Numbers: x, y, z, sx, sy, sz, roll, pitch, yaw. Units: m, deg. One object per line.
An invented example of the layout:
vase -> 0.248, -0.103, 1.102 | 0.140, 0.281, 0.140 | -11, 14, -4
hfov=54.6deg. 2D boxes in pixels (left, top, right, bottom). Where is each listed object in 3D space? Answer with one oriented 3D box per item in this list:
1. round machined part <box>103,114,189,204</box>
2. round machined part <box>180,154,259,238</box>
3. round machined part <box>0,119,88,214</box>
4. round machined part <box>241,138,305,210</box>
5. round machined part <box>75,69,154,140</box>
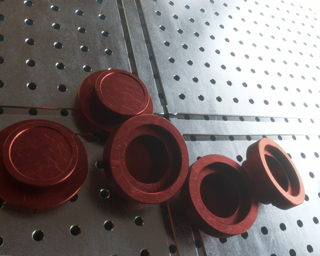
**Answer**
round machined part -> -0.019, 0.036, 0.353 | 0.099, 0.042, 0.098 | 7, 76, -30
round machined part -> 0.068, 0.085, 0.381 | 0.099, 0.042, 0.098 | 13, 56, -21
round machined part -> -0.121, 0.033, 0.312 | 0.099, 0.042, 0.098 | 13, 56, -21
round machined part -> 0.150, 0.066, 0.426 | 0.098, 0.042, 0.098 | 29, 42, -29
round machined part -> -0.053, -0.035, 0.390 | 0.099, 0.042, 0.098 | 13, 56, -21
